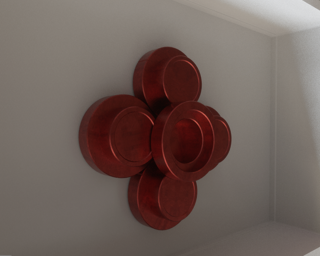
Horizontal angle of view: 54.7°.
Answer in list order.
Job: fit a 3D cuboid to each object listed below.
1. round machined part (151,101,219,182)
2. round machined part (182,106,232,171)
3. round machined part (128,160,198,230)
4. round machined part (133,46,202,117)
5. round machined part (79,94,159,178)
[{"bbox_3d":[0.027,0.016,0.388,0.099,0.042,0.097,0,90,-40],"label":"round machined part"},{"bbox_3d":[0.066,0.016,0.448,0.099,0.042,0.097,0,90,-40],"label":"round machined part"},{"bbox_3d":[0.010,0.083,0.402,0.099,0.042,0.097,2,87,-41],"label":"round machined part"},{"bbox_3d":[0.017,-0.058,0.405,0.099,0.042,0.097,0,90,-40],"label":"round machined part"},{"bbox_3d":[-0.039,0.010,0.359,0.099,0.042,0.097,0,90,-40],"label":"round machined part"}]
